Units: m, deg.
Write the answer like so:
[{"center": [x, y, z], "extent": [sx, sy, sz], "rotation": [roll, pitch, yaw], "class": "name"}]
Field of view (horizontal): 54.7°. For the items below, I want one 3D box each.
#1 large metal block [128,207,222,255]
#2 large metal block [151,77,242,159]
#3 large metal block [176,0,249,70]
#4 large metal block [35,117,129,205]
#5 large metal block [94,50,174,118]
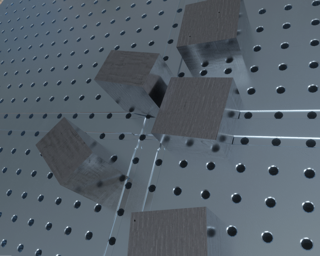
[{"center": [0.015, 0.127, 0.305], "extent": [0.080, 0.050, 0.080], "rotation": [-11, 57, 22], "class": "large metal block"}, {"center": [0.047, -0.014, 0.376], "extent": [0.080, 0.050, 0.080], "rotation": [6, 64, 30], "class": "large metal block"}, {"center": [0.076, -0.133, 0.433], "extent": [0.080, 0.050, 0.080], "rotation": [-2, 61, 27], "class": "large metal block"}, {"center": [-0.099, 0.043, 0.397], "extent": [0.050, 0.080, 0.080], "rotation": [-46, 51, -4], "class": "large metal block"}, {"center": [-0.027, -0.058, 0.421], "extent": [0.080, 0.080, 0.050], "rotation": [13, 69, 33], "class": "large metal block"}]
